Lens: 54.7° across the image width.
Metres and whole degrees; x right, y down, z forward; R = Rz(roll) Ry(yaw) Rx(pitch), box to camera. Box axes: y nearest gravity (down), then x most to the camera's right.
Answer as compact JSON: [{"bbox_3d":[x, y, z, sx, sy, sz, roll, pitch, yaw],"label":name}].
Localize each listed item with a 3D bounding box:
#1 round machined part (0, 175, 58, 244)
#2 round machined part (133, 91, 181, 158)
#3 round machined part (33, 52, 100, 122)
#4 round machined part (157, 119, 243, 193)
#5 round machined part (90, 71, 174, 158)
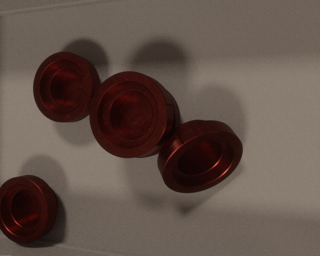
[{"bbox_3d":[-0.196,0.119,0.469,0.098,0.042,0.097,0,90,19],"label":"round machined part"},{"bbox_3d":[-0.020,-0.011,0.408,0.098,0.042,0.097,0,90,19],"label":"round machined part"},{"bbox_3d":[-0.128,-0.057,0.445,0.098,0.042,0.097,0,90,19],"label":"round machined part"},{"bbox_3d":[0.043,0.029,0.366,0.098,0.098,0.042,-42,42,15],"label":"round machined part"},{"bbox_3d":[-0.030,-0.015,0.365,0.098,0.042,0.097,0,89,22],"label":"round machined part"}]
